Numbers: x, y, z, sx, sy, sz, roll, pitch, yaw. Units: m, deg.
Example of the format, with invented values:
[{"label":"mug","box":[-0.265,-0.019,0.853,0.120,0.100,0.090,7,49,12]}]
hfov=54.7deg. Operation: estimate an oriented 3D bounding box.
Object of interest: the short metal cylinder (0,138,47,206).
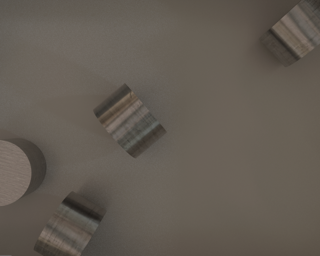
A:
[{"label":"short metal cylinder","box":[-0.195,0.054,0.396,0.081,0.050,0.079,0,90,-1]}]

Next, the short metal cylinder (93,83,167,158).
[{"label":"short metal cylinder","box":[-0.036,-0.009,0.383,0.050,0.080,0.080,-41,91,0]}]

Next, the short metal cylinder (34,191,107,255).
[{"label":"short metal cylinder","box":[-0.108,0.126,0.383,0.050,0.080,0.080,30,90,-1]}]

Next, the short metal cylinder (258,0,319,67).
[{"label":"short metal cylinder","box":[0.172,-0.122,0.386,0.080,0.080,0.050,-43,91,0]}]
